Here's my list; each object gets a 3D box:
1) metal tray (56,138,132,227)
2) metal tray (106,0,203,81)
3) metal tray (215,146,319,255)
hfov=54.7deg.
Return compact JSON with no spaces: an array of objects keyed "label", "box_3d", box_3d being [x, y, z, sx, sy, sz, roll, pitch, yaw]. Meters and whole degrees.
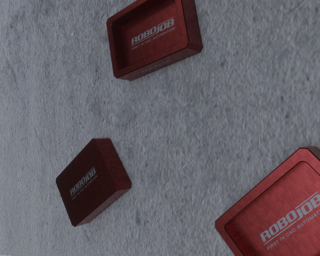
[{"label":"metal tray","box_3d":[-0.109,0.086,0.489,0.129,0.030,0.090,-43,64,31]},{"label":"metal tray","box_3d":[-0.013,-0.124,0.409,0.130,0.030,0.090,-15,81,38]},{"label":"metal tray","box_3d":[0.126,0.091,0.297,0.129,0.030,0.090,-51,60,27]}]
